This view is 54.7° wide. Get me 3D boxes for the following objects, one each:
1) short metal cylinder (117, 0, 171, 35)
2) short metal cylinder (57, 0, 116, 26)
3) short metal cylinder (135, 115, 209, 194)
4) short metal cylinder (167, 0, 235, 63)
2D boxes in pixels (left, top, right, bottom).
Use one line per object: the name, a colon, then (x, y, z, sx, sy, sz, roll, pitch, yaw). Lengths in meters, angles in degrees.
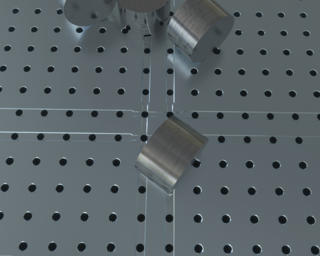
short metal cylinder: (-0.024, -0.189, 0.467, 0.081, 0.050, 0.080, 0, 70, 0)
short metal cylinder: (-0.111, -0.197, 0.454, 0.080, 0.080, 0.050, -27, 73, -9)
short metal cylinder: (0.015, 0.032, 0.371, 0.050, 0.080, 0.080, 36, 74, 12)
short metal cylinder: (0.057, -0.139, 0.434, 0.080, 0.080, 0.050, -38, 75, -13)
